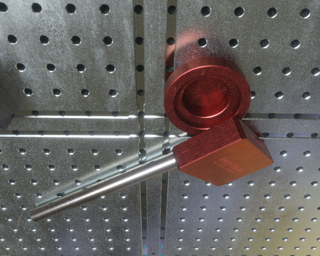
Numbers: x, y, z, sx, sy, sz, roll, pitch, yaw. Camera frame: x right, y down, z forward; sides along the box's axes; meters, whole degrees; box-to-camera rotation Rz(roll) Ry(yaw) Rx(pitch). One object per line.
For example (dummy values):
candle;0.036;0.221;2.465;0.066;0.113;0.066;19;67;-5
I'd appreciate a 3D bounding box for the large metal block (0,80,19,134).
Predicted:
large metal block;-0.232;-0.033;0.364;0.080;0.050;0.080;-10;130;8

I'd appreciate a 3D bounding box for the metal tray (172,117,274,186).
metal tray;0.087;0.037;0.410;0.090;0.030;0.130;-29;148;22

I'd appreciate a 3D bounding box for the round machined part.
round machined part;0.054;-0.041;0.367;0.099;0.042;0.097;-1;130;0

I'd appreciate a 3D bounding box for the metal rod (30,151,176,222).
metal rod;-0.084;0.093;0.489;0.300;0.025;0.025;-24;126;18
